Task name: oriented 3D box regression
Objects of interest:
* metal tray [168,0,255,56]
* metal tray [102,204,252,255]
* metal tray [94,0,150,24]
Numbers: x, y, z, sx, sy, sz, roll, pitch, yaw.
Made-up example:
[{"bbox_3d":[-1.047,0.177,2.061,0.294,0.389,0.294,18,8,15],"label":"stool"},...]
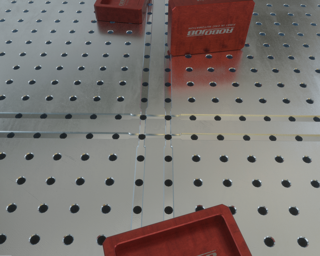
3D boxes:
[{"bbox_3d":[0.080,-0.169,0.508,0.131,0.089,0.030,-7,51,-7],"label":"metal tray"},{"bbox_3d":[0.020,0.134,0.292,0.131,0.030,0.090,-13,51,-11],"label":"metal tray"},{"bbox_3d":[-0.070,-0.261,0.622,0.091,0.030,0.130,7,50,5],"label":"metal tray"}]
